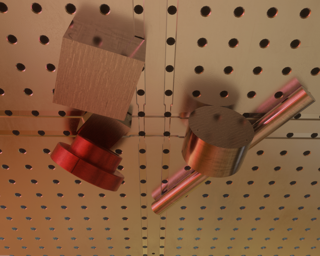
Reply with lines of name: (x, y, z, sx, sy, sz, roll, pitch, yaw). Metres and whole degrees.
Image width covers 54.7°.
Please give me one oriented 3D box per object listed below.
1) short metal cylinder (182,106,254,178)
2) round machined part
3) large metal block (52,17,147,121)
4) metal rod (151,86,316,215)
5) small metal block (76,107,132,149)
short metal cylinder: (0.071, 0.016, 0.390, 0.081, 0.080, 0.050, 5, 130, -5)
round machined part: (-0.090, 0.042, 0.411, 0.098, 0.098, 0.042, 32, 84, -25)
large metal block: (-0.066, -0.063, 0.341, 0.081, 0.050, 0.079, 15, 129, -13)
metal rod: (0.088, 0.047, 0.453, 0.025, 0.025, 0.299, 31, 123, -24)
small metal block: (-0.073, -0.005, 0.406, 0.050, 0.025, 0.050, 33, 123, -25)
